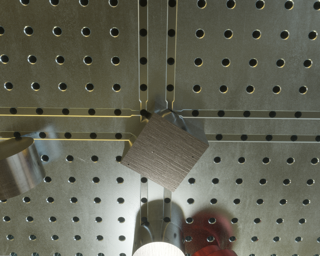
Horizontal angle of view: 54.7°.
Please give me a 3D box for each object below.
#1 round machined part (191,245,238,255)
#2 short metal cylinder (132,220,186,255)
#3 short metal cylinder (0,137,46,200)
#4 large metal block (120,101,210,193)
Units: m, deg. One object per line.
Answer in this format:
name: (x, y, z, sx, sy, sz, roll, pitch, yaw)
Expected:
round machined part: (0.075, 0.218, 0.472, 0.099, 0.042, 0.097, -14, 127, -20)
short metal cylinder: (-0.002, 0.188, 0.469, 0.081, 0.050, 0.079, 0, 110, 0)
short metal cylinder: (-0.197, 0.050, 0.401, 0.080, 0.080, 0.050, -10, 110, 3)
large metal block: (0.006, 0.024, 0.409, 0.080, 0.050, 0.080, 31, 107, -11)
